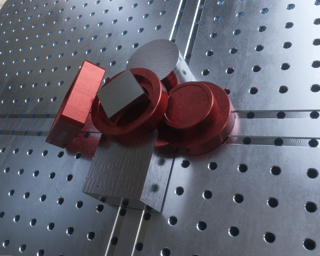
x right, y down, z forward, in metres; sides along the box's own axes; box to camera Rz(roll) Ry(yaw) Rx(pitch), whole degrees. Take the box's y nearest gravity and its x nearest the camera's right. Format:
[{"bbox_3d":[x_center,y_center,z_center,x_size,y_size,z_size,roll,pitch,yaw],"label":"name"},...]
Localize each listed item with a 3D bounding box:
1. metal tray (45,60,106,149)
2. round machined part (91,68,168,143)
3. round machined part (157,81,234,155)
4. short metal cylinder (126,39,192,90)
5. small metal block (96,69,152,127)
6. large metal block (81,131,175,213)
[{"bbox_3d":[-0.123,-0.029,0.441,0.129,0.030,0.090,-31,39,58],"label":"metal tray"},{"bbox_3d":[-0.034,-0.025,0.393,0.098,0.042,0.098,-13,56,21],"label":"round machined part"},{"bbox_3d":[0.039,-0.019,0.387,0.098,0.042,0.098,-13,56,21],"label":"round machined part"},{"bbox_3d":[-0.001,-0.078,0.440,0.080,0.050,0.080,-13,56,21],"label":"short metal cylinder"},{"bbox_3d":[-0.043,-0.036,0.374,0.050,0.025,0.050,-36,51,4],"label":"small metal block"},{"bbox_3d":[-0.036,0.051,0.376,0.080,0.050,0.080,1,62,28],"label":"large metal block"}]
